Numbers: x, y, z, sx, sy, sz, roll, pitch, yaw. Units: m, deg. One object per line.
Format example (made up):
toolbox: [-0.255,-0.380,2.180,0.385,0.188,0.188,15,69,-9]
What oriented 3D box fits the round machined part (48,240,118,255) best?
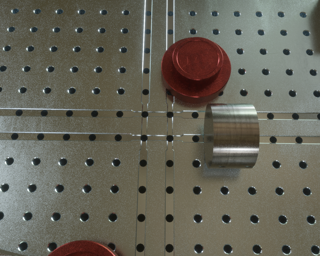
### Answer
round machined part: [-0.084,0.174,0.338,0.099,0.042,0.098,0,70,0]

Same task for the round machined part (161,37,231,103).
round machined part: [0.051,-0.088,0.435,0.099,0.042,0.098,0,70,0]

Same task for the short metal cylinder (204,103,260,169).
short metal cylinder: [0.084,0.010,0.379,0.050,0.080,0.080,0,70,0]

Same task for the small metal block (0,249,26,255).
small metal block: [-0.176,0.168,0.349,0.050,0.025,0.050,12,70,4]
